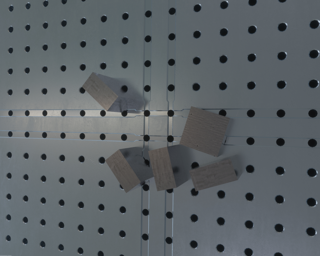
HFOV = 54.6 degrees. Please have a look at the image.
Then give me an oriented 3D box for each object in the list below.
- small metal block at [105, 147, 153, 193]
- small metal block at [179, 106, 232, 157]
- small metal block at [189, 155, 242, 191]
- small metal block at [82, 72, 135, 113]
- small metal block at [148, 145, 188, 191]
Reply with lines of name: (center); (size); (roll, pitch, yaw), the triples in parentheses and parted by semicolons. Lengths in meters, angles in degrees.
small metal block: (-0.038, 0.054, 0.413); (0.025, 0.050, 0.050); (-39, 78, 16)
small metal block: (0.058, 0.004, 0.392); (0.050, 0.025, 0.050); (19, 96, 19)
small metal block: (0.069, 0.054, 0.375); (0.050, 0.050, 0.025); (-20, 84, 19)
small metal block: (-0.069, -0.047, 0.424); (0.050, 0.050, 0.025); (43, 104, 15)
small metal block: (0.011, 0.049, 0.396); (0.025, 0.050, 0.050); (-15, 85, 20)
